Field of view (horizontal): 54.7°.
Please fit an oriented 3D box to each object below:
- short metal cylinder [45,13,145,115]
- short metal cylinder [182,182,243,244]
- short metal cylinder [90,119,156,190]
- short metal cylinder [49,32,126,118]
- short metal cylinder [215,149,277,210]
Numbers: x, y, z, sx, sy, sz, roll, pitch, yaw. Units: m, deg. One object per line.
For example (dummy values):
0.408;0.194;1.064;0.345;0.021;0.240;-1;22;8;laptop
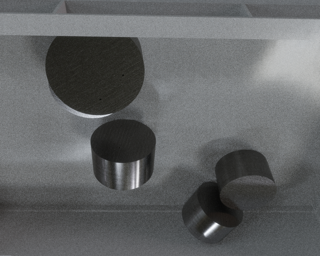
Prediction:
-0.055;-0.058;0.278;0.081;0.050;0.079;-3;117;-5;short metal cylinder
0.082;0.132;0.487;0.081;0.080;0.050;19;127;-16;short metal cylinder
-0.047;0.033;0.401;0.081;0.080;0.050;3;130;-3;short metal cylinder
-0.075;-0.057;0.343;0.081;0.050;0.079;0;131;0;short metal cylinder
0.126;0.078;0.461;0.081;0.050;0.079;0;130;0;short metal cylinder
